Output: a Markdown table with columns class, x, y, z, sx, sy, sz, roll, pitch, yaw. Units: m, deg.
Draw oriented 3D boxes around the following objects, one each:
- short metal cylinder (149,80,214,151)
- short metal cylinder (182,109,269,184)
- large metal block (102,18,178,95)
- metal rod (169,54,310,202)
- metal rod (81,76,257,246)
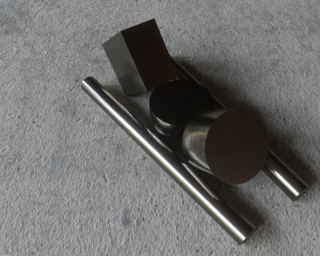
| class | x | y | z | sx | sy | sz | roll | pitch | yaw |
| --- | --- | --- | --- | --- | --- | --- | --- | --- | --- |
| short metal cylinder | 0.027 | -0.017 | 0.403 | 0.081 | 0.050 | 0.080 | 0 | 50 | 0 |
| short metal cylinder | 0.072 | 0.018 | 0.346 | 0.081 | 0.080 | 0.050 | -25 | 12 | -20 |
| large metal block | -0.029 | -0.094 | 0.428 | 0.050 | 0.080 | 0.080 | -29 | 14 | -23 |
| metal rod | 0.077 | -0.024 | 0.425 | 0.025 | 0.025 | 0.300 | -26 | 55 | -20 |
| metal rod | -0.008 | 0.022 | 0.385 | 0.025 | 0.025 | 0.300 | -33 | 58 | -25 |
